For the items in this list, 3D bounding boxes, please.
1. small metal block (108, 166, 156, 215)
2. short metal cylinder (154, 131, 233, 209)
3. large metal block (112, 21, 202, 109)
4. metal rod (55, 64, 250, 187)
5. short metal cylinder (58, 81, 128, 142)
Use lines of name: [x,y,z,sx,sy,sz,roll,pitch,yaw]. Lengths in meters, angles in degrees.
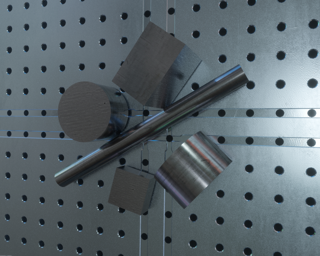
small metal block: [-0.038,0.084,0.422,0.050,0.025,0.050,16,95,19]
short metal cylinder: [0.039,0.049,0.366,0.050,0.080,0.080,45,104,14]
large metal block: [-0.001,-0.072,0.380,0.050,0.080,0.080,38,102,16]
metal rod: [-0.023,0.005,0.417,0.300,0.025,0.025,-30,80,17]
short metal cylinder: [-0.091,-0.021,0.427,0.080,0.050,0.079,0,90,20]
